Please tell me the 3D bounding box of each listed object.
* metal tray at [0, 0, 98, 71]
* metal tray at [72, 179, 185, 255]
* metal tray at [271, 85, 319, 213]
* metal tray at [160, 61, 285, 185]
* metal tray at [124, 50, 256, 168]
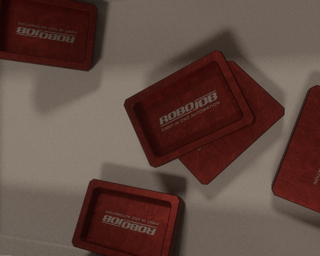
[{"bbox_3d":[-0.156,-0.132,0.426,0.131,0.030,0.089,6,96,-11],"label":"metal tray"},{"bbox_3d":[-0.041,0.123,0.405,0.130,0.030,0.090,7,72,19],"label":"metal tray"},{"bbox_3d":[0.189,0.028,0.341,0.090,0.030,0.129,20,97,18],"label":"metal tray"},{"bbox_3d":[0.073,-0.005,0.382,0.130,0.030,0.090,-46,76,14],"label":"metal tray"},{"bbox_3d":[0.032,-0.019,0.363,0.130,0.030,0.090,-27,81,17],"label":"metal tray"}]
